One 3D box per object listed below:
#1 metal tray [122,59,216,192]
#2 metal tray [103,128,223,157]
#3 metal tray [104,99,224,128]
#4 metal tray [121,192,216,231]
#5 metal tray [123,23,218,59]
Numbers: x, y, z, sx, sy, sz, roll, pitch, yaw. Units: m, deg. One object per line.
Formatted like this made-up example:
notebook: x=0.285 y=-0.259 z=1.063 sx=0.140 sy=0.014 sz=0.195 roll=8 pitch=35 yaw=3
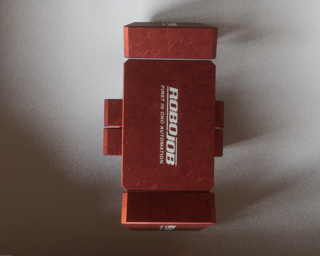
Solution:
metal tray: x=0.008 y=-0.002 z=0.317 sx=0.091 sy=0.030 sz=0.129 roll=1 pitch=90 yaw=-1
metal tray: x=0.004 y=0.015 z=0.378 sx=0.131 sy=0.090 sz=0.030 roll=1 pitch=90 yaw=0
metal tray: x=0.005 y=-0.016 z=0.378 sx=0.131 sy=0.090 sz=0.030 roll=1 pitch=90 yaw=0
metal tray: x=0.008 y=0.099 z=0.356 sx=0.091 sy=0.130 sz=0.030 roll=0 pitch=69 yaw=-1
metal tray: x=0.010 y=-0.104 z=0.357 sx=0.091 sy=0.130 sz=0.030 roll=1 pitch=111 yaw=0
